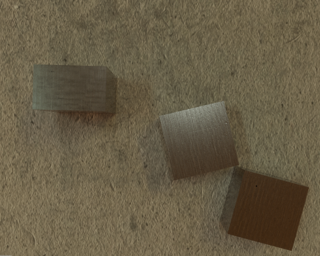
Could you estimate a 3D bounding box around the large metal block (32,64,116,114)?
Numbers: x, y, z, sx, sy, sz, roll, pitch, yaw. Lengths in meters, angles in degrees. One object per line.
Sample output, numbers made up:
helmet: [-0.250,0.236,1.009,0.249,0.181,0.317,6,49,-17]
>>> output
large metal block: [-0.100,-0.045,0.382,0.081,0.080,0.050,2,90,0]

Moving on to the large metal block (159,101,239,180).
large metal block: [0.047,0.015,0.398,0.080,0.050,0.080,-13,90,0]

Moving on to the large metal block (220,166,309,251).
large metal block: [0.131,0.100,0.398,0.080,0.050,0.080,15,90,0]
